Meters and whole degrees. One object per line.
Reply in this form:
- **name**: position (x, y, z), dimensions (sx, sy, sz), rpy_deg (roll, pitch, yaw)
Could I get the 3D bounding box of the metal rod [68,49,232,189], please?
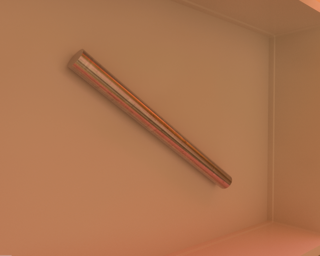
- **metal rod**: position (0.007, 0.005, 0.412), dimensions (0.301, 0.025, 0.025), rpy_deg (40, 66, -33)
